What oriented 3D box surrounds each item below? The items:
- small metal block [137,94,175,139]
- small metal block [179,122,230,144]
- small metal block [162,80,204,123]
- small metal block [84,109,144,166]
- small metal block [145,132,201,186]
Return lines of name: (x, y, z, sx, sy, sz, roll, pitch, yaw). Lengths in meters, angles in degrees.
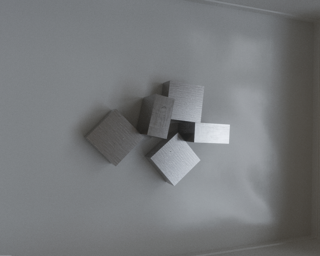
small metal block: (-0.007, -0.014, 0.393, 0.025, 0.050, 0.050, 13, 86, -20)
small metal block: (0.058, 0.007, 0.418, 0.050, 0.050, 0.025, 3, 89, -20)
small metal block: (0.029, -0.034, 0.421, 0.050, 0.025, 0.050, 7, 88, -20)
small metal block: (-0.058, 0.012, 0.388, 0.050, 0.025, 0.050, -47, 105, -14)
small metal block: (0.017, 0.041, 0.416, 0.050, 0.025, 0.050, -43, 104, -15)
